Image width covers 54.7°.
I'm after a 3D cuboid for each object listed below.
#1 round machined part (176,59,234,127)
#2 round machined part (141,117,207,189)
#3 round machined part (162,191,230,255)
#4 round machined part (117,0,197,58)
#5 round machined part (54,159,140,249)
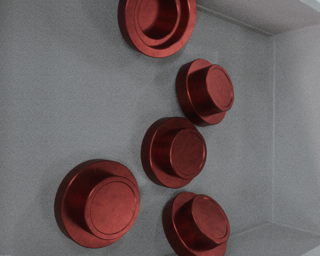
[{"bbox_3d":[0.071,-0.053,0.445,0.099,0.042,0.098,14,70,-44],"label":"round machined part"},{"bbox_3d":[0.026,0.033,0.419,0.099,0.042,0.097,0,90,-40],"label":"round machined part"},{"bbox_3d":[0.054,0.128,0.412,0.098,0.042,0.098,30,35,-24],"label":"round machined part"},{"bbox_3d":[-0.007,-0.138,0.376,0.099,0.042,0.097,-16,122,-28],"label":"round machined part"},{"bbox_3d":[-0.062,0.085,0.345,0.099,0.042,0.097,0,90,-40],"label":"round machined part"}]
